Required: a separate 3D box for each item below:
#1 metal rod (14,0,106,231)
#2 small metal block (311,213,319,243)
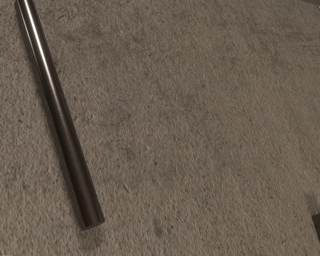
[{"bbox_3d":[-0.122,-0.032,0.358,0.025,0.025,0.299,-10,67,-33],"label":"metal rod"},{"bbox_3d":[0.251,0.144,0.438,0.025,0.050,0.050,9,58,-24],"label":"small metal block"}]
